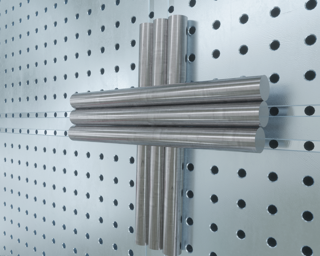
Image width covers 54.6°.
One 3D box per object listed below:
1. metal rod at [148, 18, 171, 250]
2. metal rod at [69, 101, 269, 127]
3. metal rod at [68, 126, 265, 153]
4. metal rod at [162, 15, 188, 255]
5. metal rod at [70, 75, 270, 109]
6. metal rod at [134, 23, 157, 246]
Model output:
[{"bbox_3d":[0.000,0.009,0.411,0.025,0.025,0.298,2,92,40],"label":"metal rod"},{"bbox_3d":[-0.016,-0.015,0.391,0.300,0.025,0.025,1,91,40],"label":"metal rod"},{"bbox_3d":[-0.019,0.010,0.393,0.300,0.025,0.025,1,91,40],"label":"metal rod"},{"bbox_3d":[0.019,0.010,0.395,0.025,0.025,0.298,2,92,40],"label":"metal rod"},{"bbox_3d":[-0.016,-0.040,0.391,0.300,0.025,0.025,1,91,40],"label":"metal rod"},{"bbox_3d":[-0.019,0.009,0.426,0.025,0.025,0.298,2,92,40],"label":"metal rod"}]
